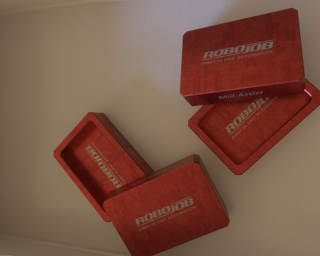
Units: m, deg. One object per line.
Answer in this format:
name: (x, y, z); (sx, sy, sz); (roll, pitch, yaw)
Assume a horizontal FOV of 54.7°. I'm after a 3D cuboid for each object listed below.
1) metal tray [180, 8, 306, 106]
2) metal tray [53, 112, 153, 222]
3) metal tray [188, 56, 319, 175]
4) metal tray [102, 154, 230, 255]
metal tray: (0.091, -0.078, 0.354); (0.130, 0.030, 0.090); (-5, 67, 24)
metal tray: (-0.078, 0.052, 0.434); (0.090, 0.030, 0.130); (-46, 76, 14)
metal tray: (0.110, -0.019, 0.368); (0.130, 0.030, 0.090); (-46, 76, 14)
metal tray: (0.008, 0.099, 0.384); (0.130, 0.030, 0.090); (-26, 99, 11)
